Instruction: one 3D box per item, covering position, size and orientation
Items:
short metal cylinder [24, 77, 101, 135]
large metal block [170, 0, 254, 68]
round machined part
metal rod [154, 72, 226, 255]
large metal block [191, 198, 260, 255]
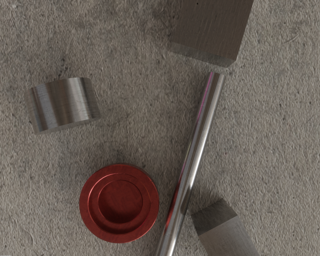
[{"bbox_3d":[-0.118,-0.026,0.381,0.080,0.080,0.050,-15,90,0],"label":"short metal cylinder"},{"bbox_3d":[0.064,-0.131,0.398,0.080,0.050,0.080,16,90,-1],"label":"large metal block"},{"bbox_3d":[-0.050,0.093,0.401,0.099,0.042,0.097,0,90,-1],"label":"round machined part"},{"bbox_3d":[0.033,0.073,0.410,0.025,0.025,0.298,17,90,-1],"label":"metal rod"},{"bbox_3d":[0.083,0.143,0.384,0.050,0.080,0.080,-28,90,0],"label":"large metal block"}]
